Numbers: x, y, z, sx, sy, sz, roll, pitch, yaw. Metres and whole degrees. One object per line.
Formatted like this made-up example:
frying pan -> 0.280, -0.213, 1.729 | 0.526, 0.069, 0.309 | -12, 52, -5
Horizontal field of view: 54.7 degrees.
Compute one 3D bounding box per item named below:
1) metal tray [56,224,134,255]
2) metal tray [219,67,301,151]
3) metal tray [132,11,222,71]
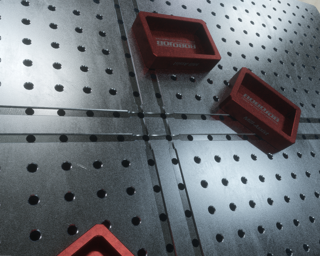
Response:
metal tray -> -0.042, 0.156, 0.259 | 0.130, 0.030, 0.091 | 37, 46, 21
metal tray -> 0.171, -0.033, 0.520 | 0.130, 0.030, 0.090 | 35, 51, -5
metal tray -> 0.029, -0.141, 0.507 | 0.131, 0.030, 0.090 | -5, 64, -31
